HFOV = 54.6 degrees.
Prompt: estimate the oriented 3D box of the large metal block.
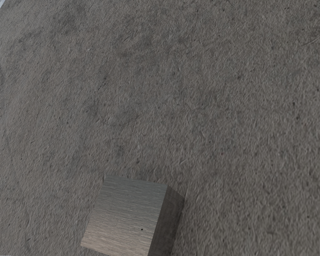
[{"bbox_3d":[-0.027,0.102,0.340,0.080,0.050,0.080,4,64,30],"label":"large metal block"}]
